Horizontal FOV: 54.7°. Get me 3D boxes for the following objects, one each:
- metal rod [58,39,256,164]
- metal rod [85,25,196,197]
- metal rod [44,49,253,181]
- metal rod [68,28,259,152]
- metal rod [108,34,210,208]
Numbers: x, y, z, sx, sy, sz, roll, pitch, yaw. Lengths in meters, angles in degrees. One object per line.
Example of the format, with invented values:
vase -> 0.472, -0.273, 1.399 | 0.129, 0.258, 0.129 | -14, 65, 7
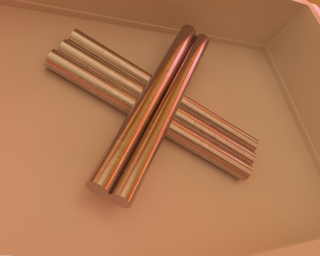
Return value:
metal rod -> 0.002, -0.029, 0.422 | 0.301, 0.025, 0.025 | 30, 52, -9
metal rod -> -0.008, -0.046, 0.395 | 0.025, 0.025, 0.301 | 33, 51, -7
metal rod -> -0.008, -0.012, 0.406 | 0.301, 0.025, 0.025 | 30, 52, -9
metal rod -> 0.011, -0.047, 0.438 | 0.301, 0.025, 0.025 | 30, 52, -9
metal rod -> 0.013, -0.033, 0.399 | 0.025, 0.025, 0.301 | 33, 51, -7
